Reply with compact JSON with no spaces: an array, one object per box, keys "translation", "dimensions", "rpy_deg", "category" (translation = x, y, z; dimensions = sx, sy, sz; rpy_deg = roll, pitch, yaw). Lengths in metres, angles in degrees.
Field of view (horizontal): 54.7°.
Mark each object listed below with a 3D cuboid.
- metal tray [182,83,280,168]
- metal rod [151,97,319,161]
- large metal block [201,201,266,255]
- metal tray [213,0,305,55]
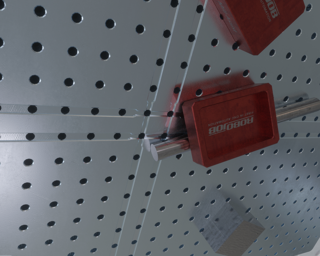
[{"translation":[0.103,-0.007,0.437],"dimensions":[0.131,0.030,0.089],"rpy_deg":[-16,101,-20],"category":"metal tray"},{"translation":[0.129,-0.003,0.479],"dimensions":[0.302,0.025,0.025],"rpy_deg":[-15,125,-20],"category":"metal rod"},{"translation":[0.140,0.197,0.593],"dimensions":[0.080,0.050,0.080],"rpy_deg":[30,102,-38],"category":"large metal block"},{"translation":[0.114,-0.163,0.369],"dimensions":[0.090,0.030,0.130],"rpy_deg":[-44,130,2],"category":"metal tray"}]
